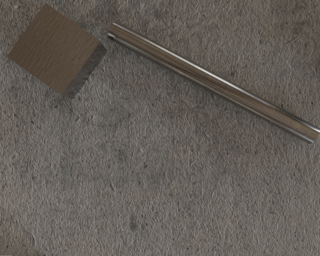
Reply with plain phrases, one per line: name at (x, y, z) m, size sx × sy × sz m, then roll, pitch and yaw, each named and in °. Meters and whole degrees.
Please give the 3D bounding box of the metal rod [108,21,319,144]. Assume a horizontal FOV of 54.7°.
metal rod at (0.071, -0.060, 0.410) m, size 0.301 × 0.025 × 0.025 m, roll 28°, pitch 90°, yaw 0°

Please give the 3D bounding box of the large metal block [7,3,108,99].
large metal block at (-0.128, -0.095, 0.396) m, size 0.080 × 0.050 × 0.080 m, roll 36°, pitch 90°, yaw 0°
